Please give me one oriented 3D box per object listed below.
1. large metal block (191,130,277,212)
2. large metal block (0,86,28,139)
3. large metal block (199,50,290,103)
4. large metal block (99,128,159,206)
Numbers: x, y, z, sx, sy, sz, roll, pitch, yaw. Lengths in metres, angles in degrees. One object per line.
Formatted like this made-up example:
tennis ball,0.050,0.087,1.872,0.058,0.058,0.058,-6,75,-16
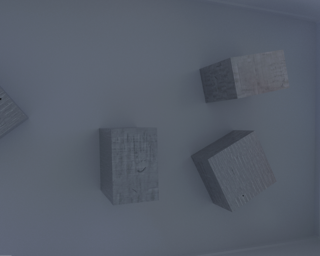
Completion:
large metal block,0.103,0.057,0.435,0.080,0.050,0.080,-29,100,-18
large metal block,-0.200,-0.017,0.324,0.080,0.050,0.080,-41,103,-15
large metal block,0.112,-0.068,0.422,0.081,0.080,0.050,-13,95,-20
large metal block,-0.039,0.040,0.367,0.050,0.080,0.080,-2,91,-20
